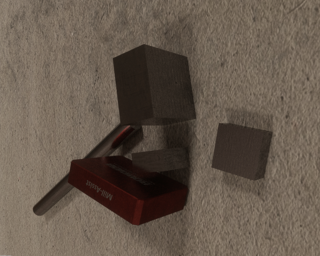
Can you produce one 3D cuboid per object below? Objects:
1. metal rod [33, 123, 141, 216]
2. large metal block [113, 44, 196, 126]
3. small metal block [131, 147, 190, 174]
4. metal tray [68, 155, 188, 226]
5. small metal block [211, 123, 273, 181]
[{"bbox_3d":[-0.133,0.074,0.511,0.299,0.025,0.025,-40,66,32],"label":"metal rod"},{"bbox_3d":[-0.005,-0.046,0.371,0.050,0.081,0.080,-12,82,39],"label":"large metal block"},{"bbox_3d":[0.001,0.040,0.386,0.050,0.050,0.025,-11,83,39],"label":"small metal block"},{"bbox_3d":[-0.042,0.072,0.395,0.130,0.091,0.030,19,102,38],"label":"metal tray"},{"bbox_3d":[0.087,0.024,0.332,0.050,0.025,0.050,14,99,38],"label":"small metal block"}]
